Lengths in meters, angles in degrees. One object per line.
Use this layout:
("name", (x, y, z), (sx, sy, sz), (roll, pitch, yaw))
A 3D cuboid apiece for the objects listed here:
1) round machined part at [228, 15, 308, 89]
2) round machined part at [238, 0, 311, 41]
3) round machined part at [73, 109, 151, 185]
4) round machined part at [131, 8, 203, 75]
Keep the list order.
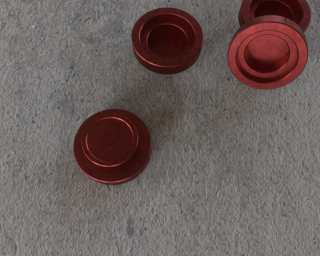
("round machined part", (0.143, -0.103, 0.414), (0.098, 0.097, 0.042), (18, 45, 6))
("round machined part", (0.165, -0.160, 0.458), (0.099, 0.042, 0.098), (0, 70, 0))
("round machined part", (-0.060, 0.020, 0.391), (0.099, 0.042, 0.098), (0, 70, 0))
("round machined part", (0.010, -0.119, 0.442), (0.099, 0.042, 0.098), (0, 70, 0))
